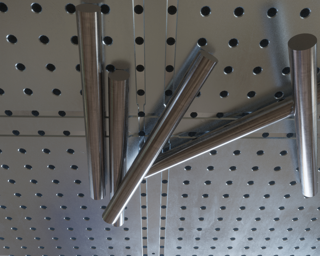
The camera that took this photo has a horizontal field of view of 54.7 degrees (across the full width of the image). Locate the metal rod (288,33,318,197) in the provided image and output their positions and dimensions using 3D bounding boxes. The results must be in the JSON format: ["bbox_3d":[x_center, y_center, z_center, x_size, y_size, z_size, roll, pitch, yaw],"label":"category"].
[{"bbox_3d":[0.187,0.010,0.396,0.025,0.025,0.299,-17,137,13],"label":"metal rod"}]

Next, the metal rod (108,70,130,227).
[{"bbox_3d":[-0.062,0.052,0.454,0.025,0.025,0.298,4,130,-4],"label":"metal rod"}]

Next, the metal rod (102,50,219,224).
[{"bbox_3d":[-0.013,0.031,0.418,0.025,0.025,0.298,21,121,-17],"label":"metal rod"}]

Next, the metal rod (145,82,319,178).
[{"bbox_3d":[0.102,0.002,0.415,0.300,0.025,0.025,-26,126,20],"label":"metal rod"}]

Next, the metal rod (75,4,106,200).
[{"bbox_3d":[-0.086,-0.007,0.404,0.025,0.025,0.298,4,130,-4],"label":"metal rod"}]
